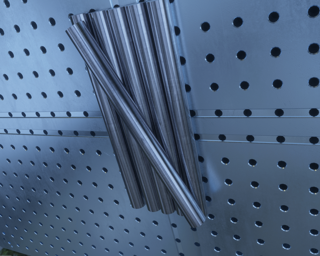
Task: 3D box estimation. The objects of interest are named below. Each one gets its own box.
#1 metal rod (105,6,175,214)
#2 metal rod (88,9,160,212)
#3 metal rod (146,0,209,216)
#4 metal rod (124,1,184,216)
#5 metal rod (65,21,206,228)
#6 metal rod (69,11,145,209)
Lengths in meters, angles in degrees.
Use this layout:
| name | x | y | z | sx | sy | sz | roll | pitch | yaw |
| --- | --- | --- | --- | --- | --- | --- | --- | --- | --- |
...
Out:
| name | x | y | z | sx | sy | sz | roll | pitch | yaw |
| --- | --- | --- | --- | --- | --- | --- | --- | --- | --- |
| metal rod | -0.018 | -0.006 | 0.417 | 0.025 | 0.025 | 0.298 | 1 | 119 | 28 |
| metal rod | -0.040 | -0.006 | 0.428 | 0.025 | 0.025 | 0.298 | 1 | 119 | 28 |
| metal rod | 0.028 | -0.006 | 0.394 | 0.025 | 0.025 | 0.298 | 1 | 119 | 28 |
| metal rod | 0.005 | -0.006 | 0.406 | 0.025 | 0.025 | 0.298 | 1 | 119 | 28 |
| metal rod | -0.023 | 0.006 | 0.395 | 0.025 | 0.025 | 0.299 | -21 | 107 | 36 |
| metal rod | -0.066 | -0.008 | 0.441 | 0.025 | 0.025 | 0.298 | 1 | 119 | 28 |
